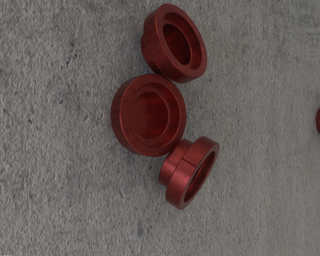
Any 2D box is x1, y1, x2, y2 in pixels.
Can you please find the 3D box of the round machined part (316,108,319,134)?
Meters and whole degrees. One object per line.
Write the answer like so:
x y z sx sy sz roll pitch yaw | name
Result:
0.405 -0.017 0.733 0.099 0.042 0.097 0 90 -40 | round machined part

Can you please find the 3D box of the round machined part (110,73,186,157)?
-0.018 -0.015 0.378 0.099 0.042 0.097 1 89 -39 | round machined part

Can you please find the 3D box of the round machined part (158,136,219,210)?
0.034 0.053 0.402 0.098 0.042 0.097 -48 155 -30 | round machined part

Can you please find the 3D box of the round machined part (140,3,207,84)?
0.014 -0.102 0.393 0.099 0.042 0.098 22 58 -42 | round machined part
